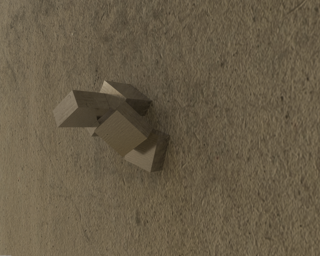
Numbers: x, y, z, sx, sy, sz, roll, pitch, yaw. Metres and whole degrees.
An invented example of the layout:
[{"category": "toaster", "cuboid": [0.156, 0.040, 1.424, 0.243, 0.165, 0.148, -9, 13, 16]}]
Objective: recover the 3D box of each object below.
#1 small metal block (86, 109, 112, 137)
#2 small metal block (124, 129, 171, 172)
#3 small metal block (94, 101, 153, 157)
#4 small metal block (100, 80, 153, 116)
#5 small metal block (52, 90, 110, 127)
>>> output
[{"category": "small metal block", "cuboid": [-0.087, -0.014, 0.460, 0.025, 0.050, 0.050, -52, 60, 27]}, {"category": "small metal block", "cuboid": [-0.018, 0.026, 0.419, 0.050, 0.025, 0.050, 21, 103, 37]}, {"category": "small metal block", "cuboid": [-0.046, 0.002, 0.394, 0.050, 0.025, 0.050, 44, 124, -12]}, {"category": "small metal block", "cuboid": [-0.048, -0.041, 0.428, 0.050, 0.050, 0.025, 39, 114, 32]}, {"category": "small metal block", "cuboid": [-0.103, -0.024, 0.408, 0.050, 0.050, 0.025, -36, 68, 34]}]
